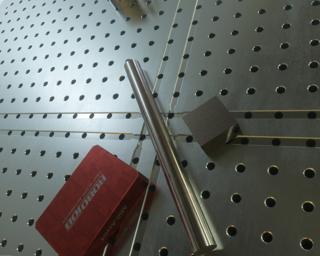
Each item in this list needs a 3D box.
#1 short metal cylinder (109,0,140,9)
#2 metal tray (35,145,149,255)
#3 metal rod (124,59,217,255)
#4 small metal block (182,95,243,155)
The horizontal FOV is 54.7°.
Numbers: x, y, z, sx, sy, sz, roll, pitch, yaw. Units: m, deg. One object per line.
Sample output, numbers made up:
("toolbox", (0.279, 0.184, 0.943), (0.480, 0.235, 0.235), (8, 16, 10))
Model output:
("short metal cylinder", (-0.071, -0.278, 0.598), (0.080, 0.050, 0.080), (-13, 56, 20))
("metal tray", (-0.086, 0.095, 0.390), (0.090, 0.030, 0.130), (27, 76, 36))
("metal rod", (0.000, 0.012, 0.399), (0.025, 0.025, 0.299), (-29, 52, 9))
("small metal block", (0.063, -0.004, 0.377), (0.050, 0.025, 0.050), (-34, 52, 6))
